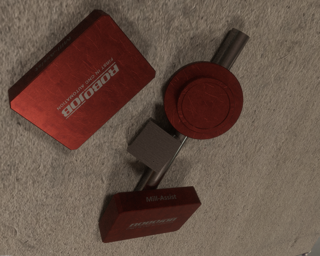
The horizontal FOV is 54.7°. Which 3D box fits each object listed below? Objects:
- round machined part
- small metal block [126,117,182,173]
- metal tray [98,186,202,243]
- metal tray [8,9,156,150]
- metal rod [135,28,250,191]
[{"bbox_3d":[0.054,-0.031,0.381,0.099,0.042,0.097,0,107,0],"label":"round machined part"},{"bbox_3d":[-0.007,0.022,0.404,0.050,0.025,0.050,37,98,-9],"label":"small metal block"},{"bbox_3d":[-0.015,0.127,0.458,0.131,0.030,0.089,1,137,-30],"label":"metal tray"},{"bbox_3d":[-0.080,-0.048,0.331,0.130,0.030,0.090,-43,130,1],"label":"metal tray"},{"bbox_3d":[0.029,0.005,0.427,0.025,0.025,0.298,20,108,-36],"label":"metal rod"}]
